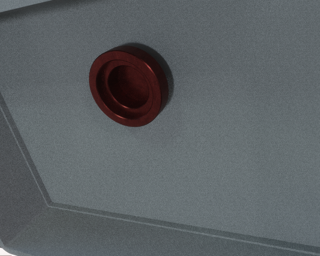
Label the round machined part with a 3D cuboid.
[{"bbox_3d":[-0.034,-0.053,0.381,0.098,0.042,0.097,13,124,20],"label":"round machined part"}]
